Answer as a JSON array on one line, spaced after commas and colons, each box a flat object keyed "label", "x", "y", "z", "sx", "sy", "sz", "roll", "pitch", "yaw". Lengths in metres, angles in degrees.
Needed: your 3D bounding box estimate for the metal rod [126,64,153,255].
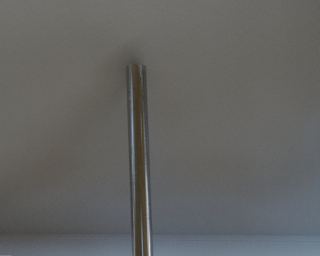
[{"label": "metal rod", "x": -0.024, "y": 0.073, "z": 0.373, "sx": 0.025, "sy": 0.025, "sz": 0.299, "roll": -2, "pitch": 85, "yaw": 1}]
